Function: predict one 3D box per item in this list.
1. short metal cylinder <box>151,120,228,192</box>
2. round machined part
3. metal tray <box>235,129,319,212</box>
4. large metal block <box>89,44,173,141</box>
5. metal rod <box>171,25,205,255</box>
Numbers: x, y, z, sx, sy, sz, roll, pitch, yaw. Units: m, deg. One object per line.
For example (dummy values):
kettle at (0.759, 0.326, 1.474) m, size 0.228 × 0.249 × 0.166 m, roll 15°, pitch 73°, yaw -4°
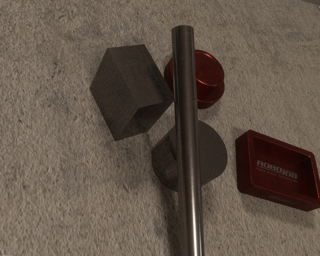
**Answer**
short metal cylinder at (0.036, 0.035, 0.388) m, size 0.081 × 0.050 × 0.080 m, roll 14°, pitch 56°, yaw -21°
round machined part at (0.059, -0.081, 0.476) m, size 0.099 × 0.042 × 0.098 m, roll 14°, pitch 56°, yaw -21°
metal tray at (0.176, 0.064, 0.458) m, size 0.131 × 0.030 × 0.090 m, roll 19°, pitch 54°, yaw -18°
large metal block at (-0.037, -0.042, 0.375) m, size 0.050 × 0.080 × 0.080 m, roll -17°, pitch 71°, yaw -35°
metal rod at (0.030, 0.037, 0.331) m, size 0.025 × 0.025 × 0.298 m, roll 2°, pitch 82°, yaw -28°
